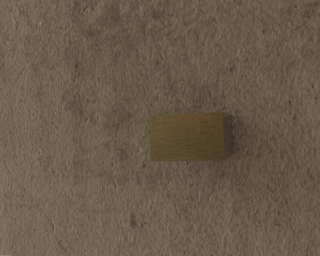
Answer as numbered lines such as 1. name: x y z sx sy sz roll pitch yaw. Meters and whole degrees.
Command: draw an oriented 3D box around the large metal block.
1. large metal block: 0.040 0.010 0.365 0.080 0.080 0.050 -3 89 19
